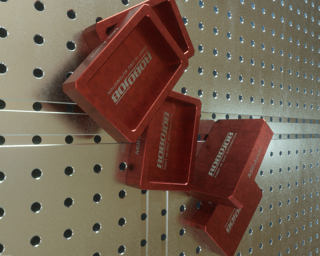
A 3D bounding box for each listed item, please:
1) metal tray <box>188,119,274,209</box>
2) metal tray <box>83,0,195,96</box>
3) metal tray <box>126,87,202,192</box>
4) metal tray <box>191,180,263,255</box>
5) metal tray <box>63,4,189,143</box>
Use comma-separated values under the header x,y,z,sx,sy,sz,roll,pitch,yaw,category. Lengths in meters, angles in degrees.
x,y,z,sx,sy,sz,roll,pitch,yaw,category
0.099,0.046,0.452,0.030,0.090,0.130,46,62,-31,metal tray
-0.019,-0.107,0.390,0.131,0.030,0.090,-39,114,-33,metal tray
0.008,0.017,0.414,0.091,0.030,0.129,12,82,-40,metal tray
0.113,0.130,0.504,0.130,0.030,0.090,-53,121,-27,metal tray
-0.030,-0.060,0.341,0.090,0.030,0.130,48,62,-30,metal tray
